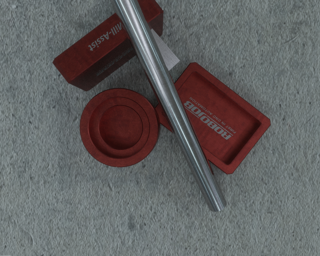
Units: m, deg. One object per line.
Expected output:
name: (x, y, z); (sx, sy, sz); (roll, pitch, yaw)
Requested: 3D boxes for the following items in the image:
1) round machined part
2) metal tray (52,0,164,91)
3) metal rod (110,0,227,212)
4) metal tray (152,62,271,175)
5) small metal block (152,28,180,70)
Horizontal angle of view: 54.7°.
round machined part: (-0.048, -0.001, 0.398); (0.099, 0.042, 0.097); (0, 93, 5)
metal tray: (-0.057, -0.099, 0.377); (0.130, 0.090, 0.030); (-37, 90, 0)
metal rod: (0.016, -0.021, 0.358); (0.025, 0.025, 0.299); (-26, 112, 0)
metal tray: (0.066, -0.012, 0.409); (0.130, 0.030, 0.090); (38, 90, -1)
small metal block: (-0.005, -0.096, 0.394); (0.025, 0.050, 0.050); (-43, 105, 2)
